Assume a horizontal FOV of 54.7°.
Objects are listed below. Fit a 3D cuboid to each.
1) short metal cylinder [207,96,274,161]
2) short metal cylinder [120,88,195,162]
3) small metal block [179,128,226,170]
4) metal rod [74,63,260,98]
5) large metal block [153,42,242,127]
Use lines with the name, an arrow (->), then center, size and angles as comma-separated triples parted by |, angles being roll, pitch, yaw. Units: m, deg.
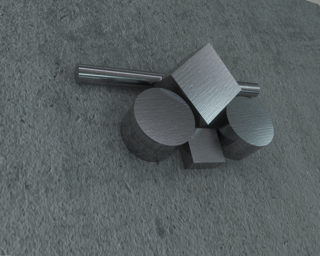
short metal cylinder -> 0.116, 0.001, 0.451 | 0.081, 0.050, 0.080 | 14, 56, -21
short metal cylinder -> -0.004, -0.003, 0.388 | 0.081, 0.050, 0.080 | 14, 56, -21
small metal block -> 0.054, 0.028, 0.418 | 0.050, 0.025, 0.050 | 2, 61, -27
metal rod -> 0.029, -0.067, 0.461 | 0.303, 0.025, 0.025 | 1, 62, -28
large metal block -> 0.052, -0.057, 0.429 | 0.080, 0.050, 0.080 | -44, 103, -26
